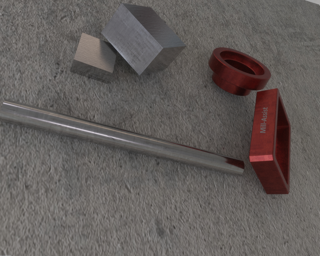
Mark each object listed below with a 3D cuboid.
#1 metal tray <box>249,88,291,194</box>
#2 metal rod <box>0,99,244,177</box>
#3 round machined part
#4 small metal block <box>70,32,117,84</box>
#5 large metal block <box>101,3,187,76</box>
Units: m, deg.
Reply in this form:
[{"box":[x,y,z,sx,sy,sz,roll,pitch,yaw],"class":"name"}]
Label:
[{"box":[0.162,0.018,0.447,0.090,0.030,0.130,54,42,-37],"class":"metal tray"},{"box":[-0.028,0.018,0.377,0.302,0.025,0.025,15,56,-20],"class":"metal rod"},{"box":[0.123,-0.087,0.499,0.099,0.042,0.098,15,35,-11],"class":"round machined part"},{"box":[-0.087,-0.093,0.414,0.050,0.025,0.050,17,55,-18],"class":"small metal block"},{"box":[-0.020,-0.125,0.436,0.080,0.050,0.080,49,30,6],"class":"large metal block"}]
